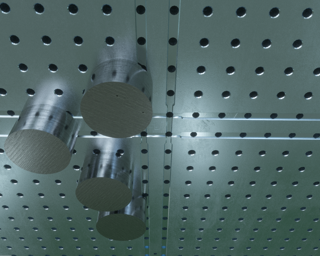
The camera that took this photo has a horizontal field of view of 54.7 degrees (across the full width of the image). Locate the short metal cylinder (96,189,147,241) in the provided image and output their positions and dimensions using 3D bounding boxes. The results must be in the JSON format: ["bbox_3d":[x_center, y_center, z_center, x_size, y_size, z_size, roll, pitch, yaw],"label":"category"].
[{"bbox_3d":[-0.062,0.145,0.518,0.081,0.050,0.079,0,130,0],"label":"short metal cylinder"}]

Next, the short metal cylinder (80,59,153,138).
[{"bbox_3d":[-0.048,-0.034,0.366,0.081,0.050,0.079,0,130,0],"label":"short metal cylinder"}]

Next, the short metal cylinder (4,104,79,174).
[{"bbox_3d":[-0.153,0.015,0.407,0.081,0.050,0.079,0,130,0],"label":"short metal cylinder"}]

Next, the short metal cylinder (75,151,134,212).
[{"bbox_3d":[-0.080,0.080,0.463,0.081,0.050,0.079,0,130,0],"label":"short metal cylinder"}]
